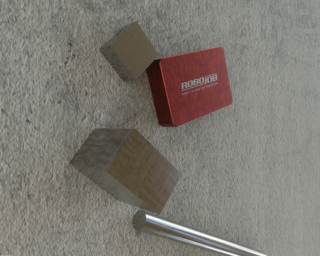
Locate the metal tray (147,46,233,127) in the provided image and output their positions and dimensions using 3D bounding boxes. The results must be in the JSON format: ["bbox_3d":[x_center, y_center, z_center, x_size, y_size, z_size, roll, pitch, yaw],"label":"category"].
[{"bbox_3d":[0.047,-0.062,0.443,0.131,0.030,0.089,-22,104,-38],"label":"metal tray"}]

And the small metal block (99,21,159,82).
[{"bbox_3d":[-0.036,-0.092,0.376,0.050,0.025,0.050,-52,121,-27],"label":"small metal block"}]

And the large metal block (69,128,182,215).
[{"bbox_3d":[-0.038,0.045,0.339,0.080,0.080,0.050,47,62,-30],"label":"large metal block"}]

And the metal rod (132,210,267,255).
[{"bbox_3d":[0.079,0.176,0.473,0.301,0.025,0.025,30,71,-36],"label":"metal rod"}]
